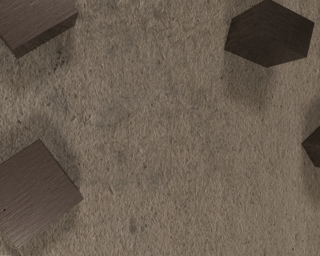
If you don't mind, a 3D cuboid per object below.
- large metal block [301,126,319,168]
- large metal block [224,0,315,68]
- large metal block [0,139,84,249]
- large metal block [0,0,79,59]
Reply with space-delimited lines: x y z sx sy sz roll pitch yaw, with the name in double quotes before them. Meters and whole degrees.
"large metal block" 0.291 0.022 0.490 0.080 0.080 0.050 -38 103 -16
"large metal block" 0.151 -0.129 0.437 0.081 0.080 0.050 17 85 -20
"large metal block" -0.144 0.068 0.343 0.080 0.050 0.080 -37 102 -17
"large metal block" -0.150 -0.135 0.340 0.080 0.050 0.080 -38 103 -16
